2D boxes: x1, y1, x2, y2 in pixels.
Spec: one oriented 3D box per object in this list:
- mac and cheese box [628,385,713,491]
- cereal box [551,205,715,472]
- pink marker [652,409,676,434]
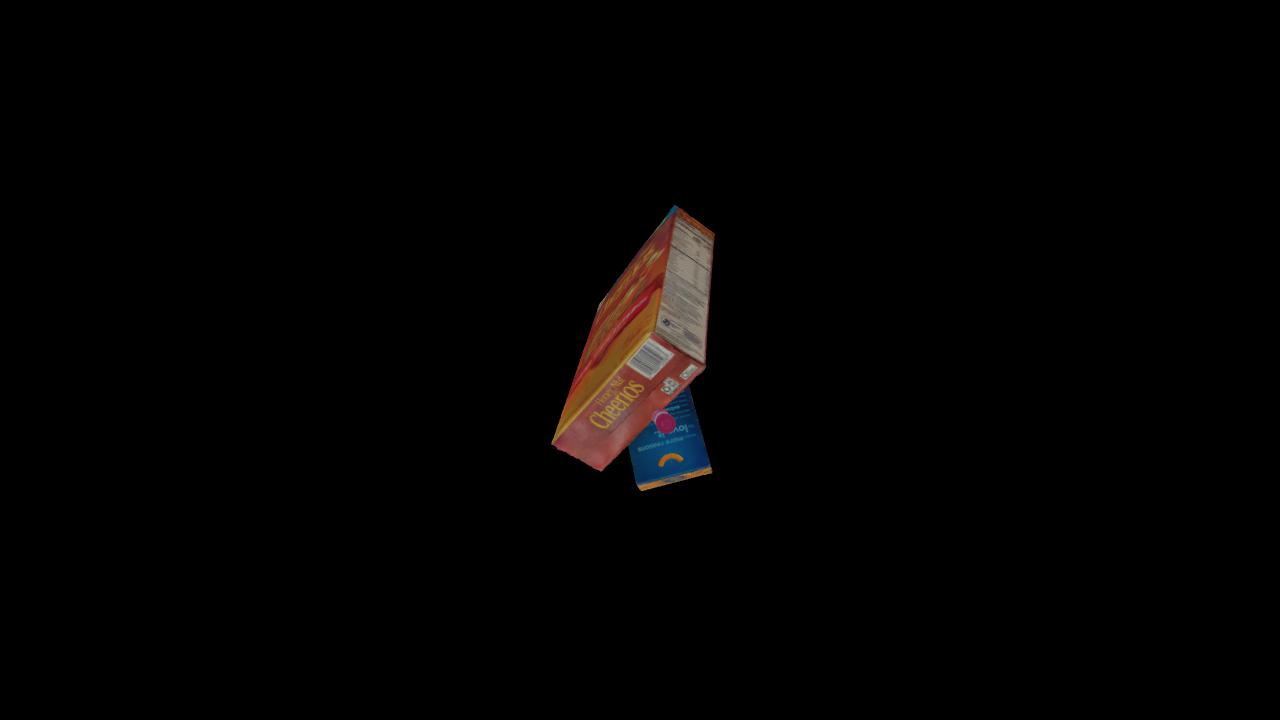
[{"bbox_3d":[0.023,0.062,0.769,0.093,0.184,0.041,-14,-26,2],"label":"mac and cheese box"},{"bbox_3d":[0.000,-0.039,0.759,0.081,0.203,0.306,32,35,-15],"label":"cereal box"},{"bbox_3d":[0.021,0.059,0.631,0.020,0.020,0.121,0,1,-3],"label":"pink marker"}]
